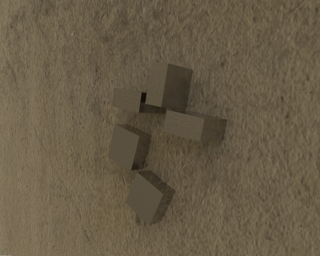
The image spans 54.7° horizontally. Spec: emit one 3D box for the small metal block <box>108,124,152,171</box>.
[{"bbox_3d":[-0.043,0.026,0.439,0.050,0.025,0.050,23,105,37],"label":"small metal block"}]

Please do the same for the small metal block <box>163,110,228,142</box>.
[{"bbox_3d":[0.041,-0.003,0.354,0.050,0.050,0.025,16,100,38],"label":"small metal block"}]

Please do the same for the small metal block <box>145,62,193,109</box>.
[{"bbox_3d":[0.012,-0.051,0.377,0.025,0.050,0.050,15,100,39],"label":"small metal block"}]

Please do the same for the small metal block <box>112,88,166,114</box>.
[{"bbox_3d":[-0.027,-0.036,0.409,0.050,0.050,0.025,14,99,39],"label":"small metal block"}]

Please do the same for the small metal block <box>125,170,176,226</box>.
[{"bbox_3d":[-0.014,0.092,0.415,0.050,0.025,0.050,35,111,34],"label":"small metal block"}]
